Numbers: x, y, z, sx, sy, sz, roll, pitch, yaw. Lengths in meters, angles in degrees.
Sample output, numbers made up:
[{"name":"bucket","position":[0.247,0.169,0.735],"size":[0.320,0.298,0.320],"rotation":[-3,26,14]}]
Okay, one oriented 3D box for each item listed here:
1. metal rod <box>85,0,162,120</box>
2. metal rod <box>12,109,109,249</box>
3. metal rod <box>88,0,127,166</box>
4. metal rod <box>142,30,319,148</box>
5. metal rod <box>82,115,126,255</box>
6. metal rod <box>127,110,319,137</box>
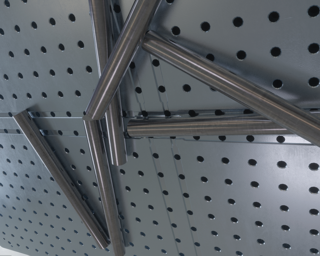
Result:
[{"name":"metal rod","position":[-0.017,-0.123,0.326],"size":[0.025,0.025,0.298],"rotation":[36,123,4]},{"name":"metal rod","position":[-0.172,0.102,0.565],"size":[0.025,0.025,0.299],"rotation":[-15,111,34]},{"name":"metal rod","position":[-0.067,-0.078,0.399],"size":[0.025,0.025,0.298],"rotation":[12,124,22]},{"name":"metal rod","position":[0.108,-0.024,0.314],"size":[0.300,0.025,0.025],"rotation":[32,129,16]},{"name":"metal rod","position":[-0.090,0.113,0.529],"size":[0.025,0.025,0.298],"rotation":[9,123,23]},{"name":"metal rod","position":[0.093,-0.004,0.359],"size":[0.300,0.025,0.025],"rotation":[-2,118,29]}]
